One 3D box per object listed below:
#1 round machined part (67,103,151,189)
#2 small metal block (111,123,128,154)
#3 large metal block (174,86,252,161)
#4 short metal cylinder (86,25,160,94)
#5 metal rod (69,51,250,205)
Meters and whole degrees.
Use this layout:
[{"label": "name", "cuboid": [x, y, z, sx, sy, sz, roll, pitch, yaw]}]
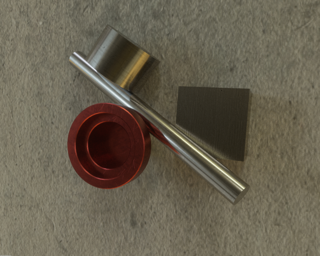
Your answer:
[{"label": "round machined part", "cuboid": [-0.056, 0.020, 0.367, 0.098, 0.042, 0.097, 1, 92, 19]}, {"label": "small metal block", "cuboid": [-0.044, 0.007, 0.412, 0.025, 0.050, 0.050, -2, 89, 20]}, {"label": "large metal block", "cuboid": [0.065, -0.006, 0.374, 0.080, 0.050, 0.079, 5, 92, 19]}, {"label": "short metal cylinder", "cuboid": [-0.047, -0.088, 0.396, 0.080, 0.080, 0.050, 39, 102, 15]}, {"label": "metal rod", "cuboid": [-0.021, -0.017, 0.377, 0.300, 0.025, 0.025, 40, 103, 30]}]
